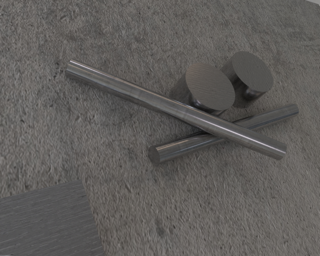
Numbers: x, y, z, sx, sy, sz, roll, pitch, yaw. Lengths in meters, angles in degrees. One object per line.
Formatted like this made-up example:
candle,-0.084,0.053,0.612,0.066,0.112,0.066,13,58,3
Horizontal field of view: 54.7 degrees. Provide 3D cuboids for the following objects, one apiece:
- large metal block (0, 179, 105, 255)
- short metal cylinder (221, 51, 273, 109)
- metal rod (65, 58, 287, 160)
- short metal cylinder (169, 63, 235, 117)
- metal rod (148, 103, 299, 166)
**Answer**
large metal block,-0.102,0.099,0.272,0.081,0.050,0.080,-10,67,-32
short metal cylinder,0.137,-0.079,0.510,0.081,0.050,0.080,14,56,-21
metal rod,0.026,-0.022,0.406,0.302,0.025,0.025,21,53,-7
short metal cylinder,0.060,-0.047,0.449,0.081,0.050,0.080,14,56,-21
metal rod,0.113,0.001,0.463,0.302,0.025,0.025,-15,70,-34
